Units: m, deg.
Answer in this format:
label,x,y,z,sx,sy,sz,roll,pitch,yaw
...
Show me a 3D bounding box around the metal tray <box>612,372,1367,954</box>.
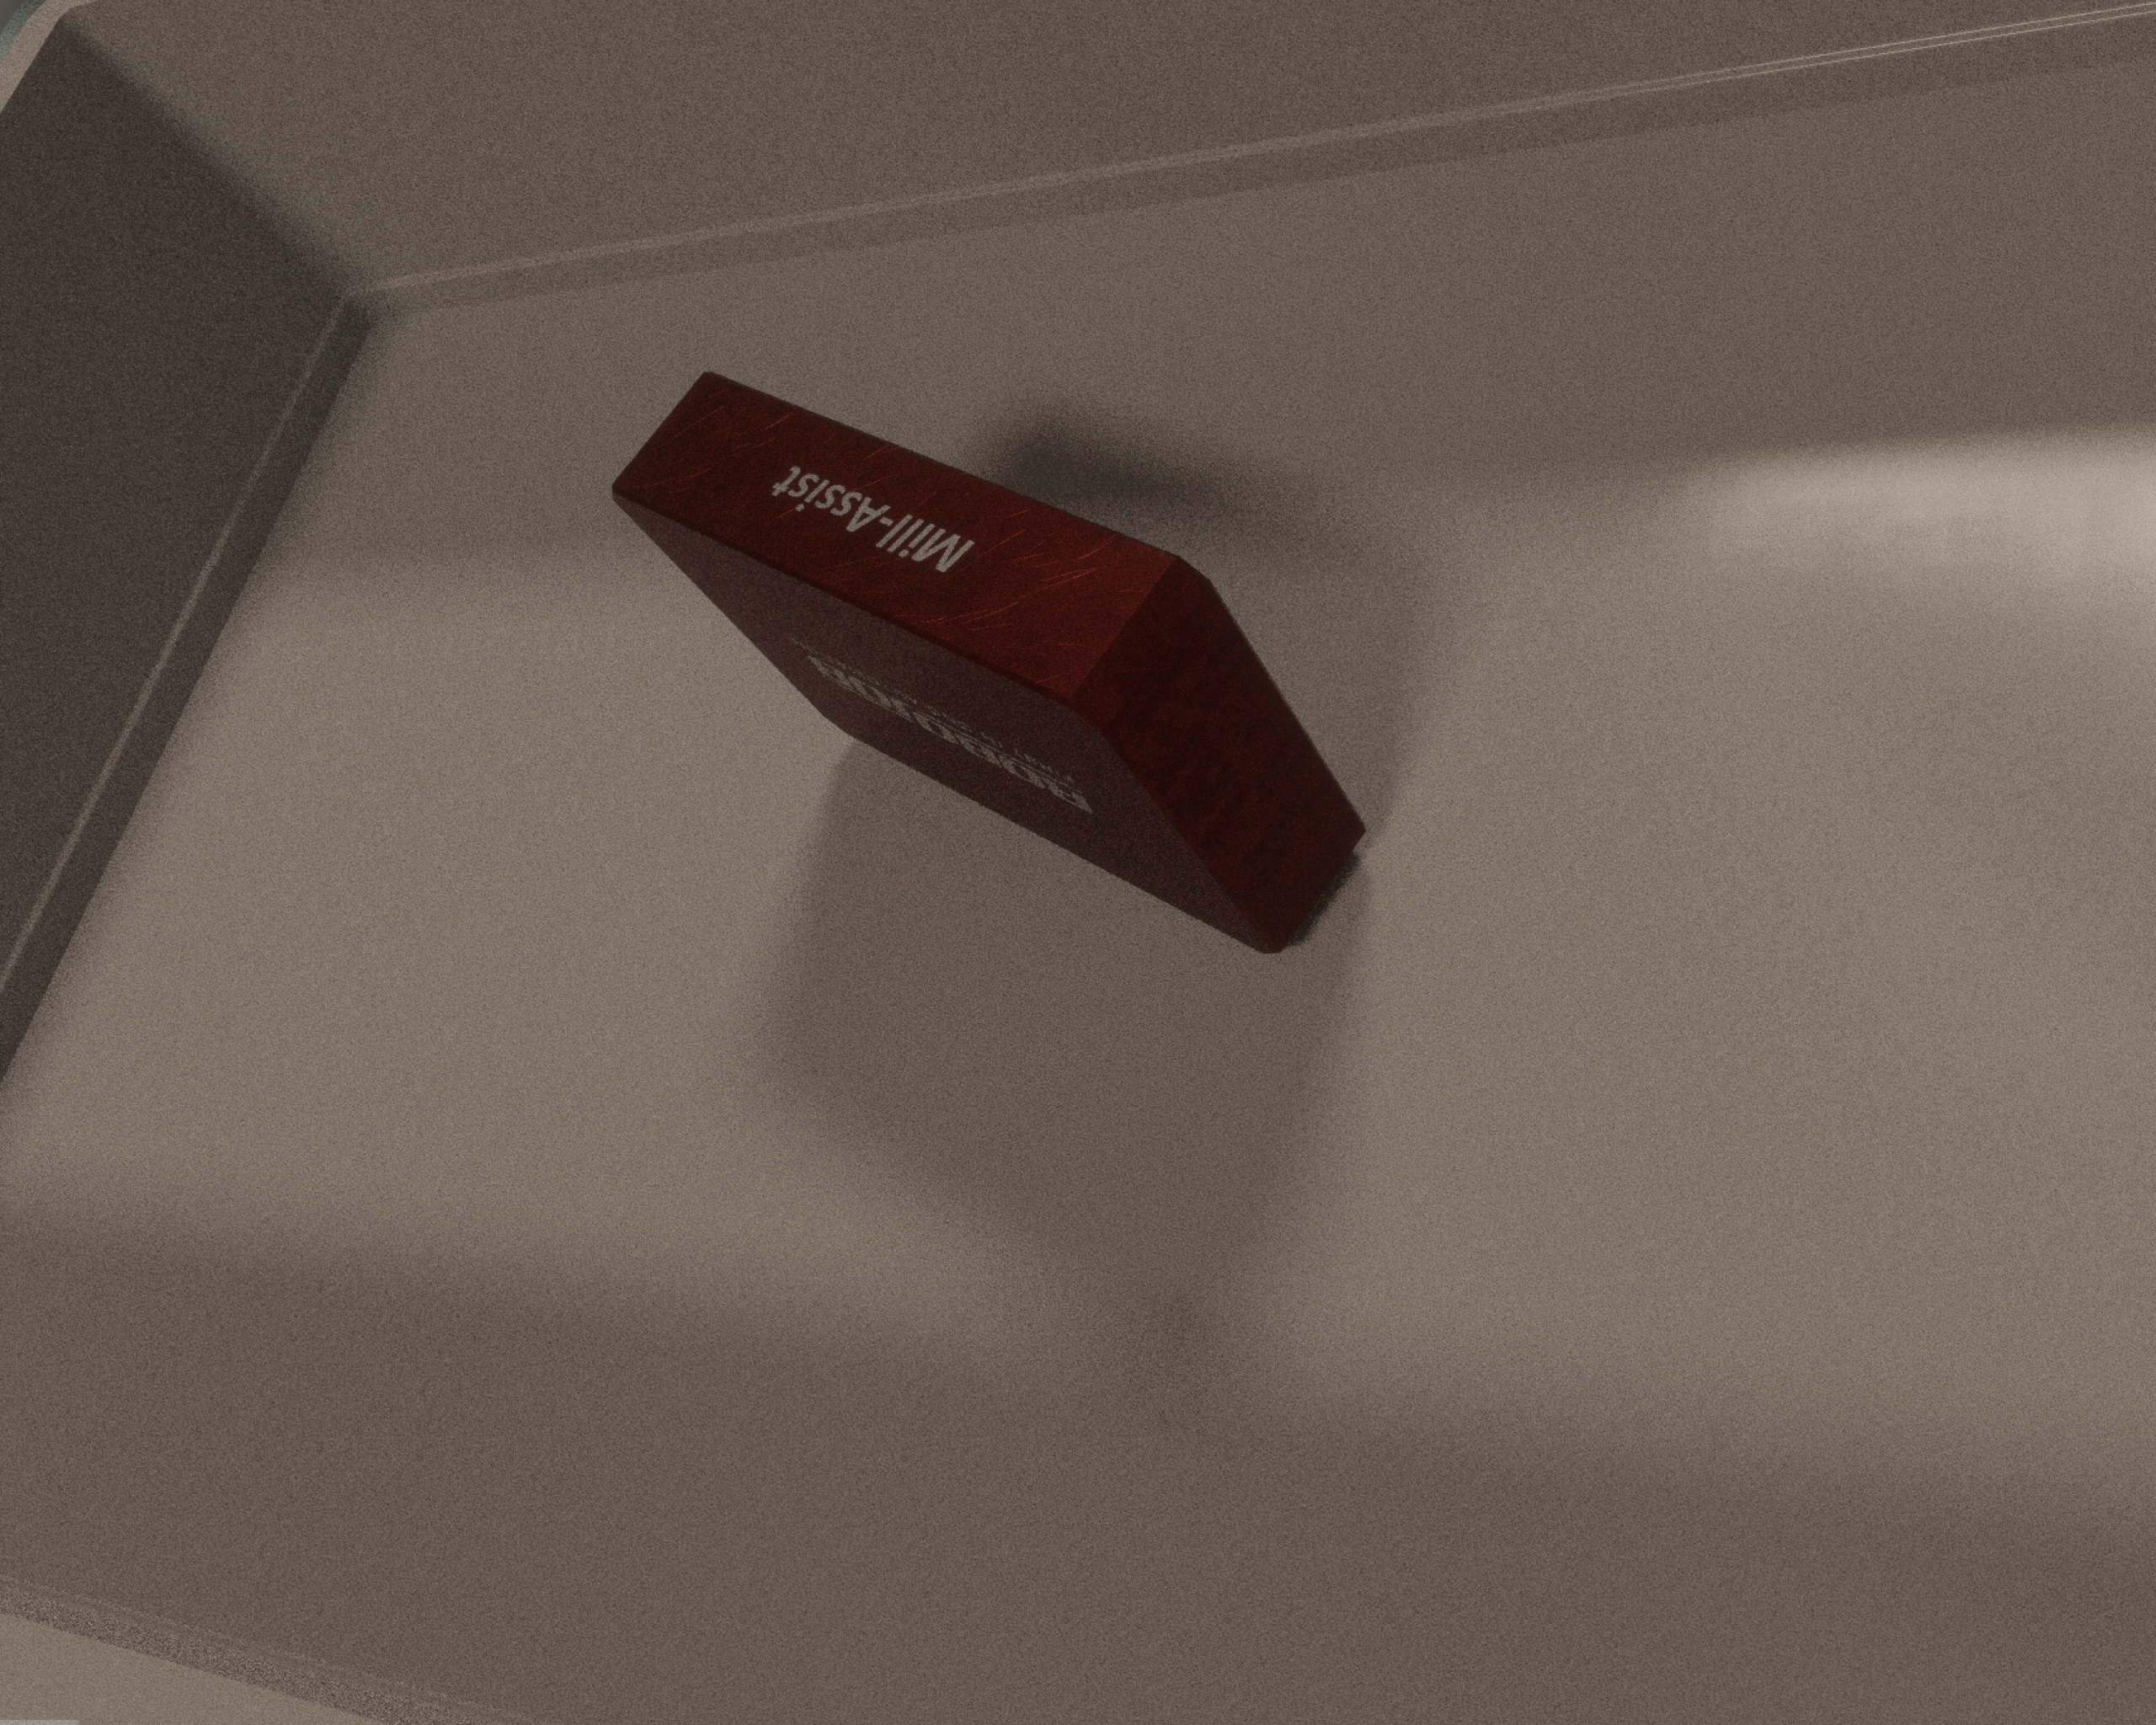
label,x,y,z,sx,sy,sz,roll,pitch,yaw
metal tray,-0.017,-0.038,0.391,0.130,0.090,0.030,28,77,36
